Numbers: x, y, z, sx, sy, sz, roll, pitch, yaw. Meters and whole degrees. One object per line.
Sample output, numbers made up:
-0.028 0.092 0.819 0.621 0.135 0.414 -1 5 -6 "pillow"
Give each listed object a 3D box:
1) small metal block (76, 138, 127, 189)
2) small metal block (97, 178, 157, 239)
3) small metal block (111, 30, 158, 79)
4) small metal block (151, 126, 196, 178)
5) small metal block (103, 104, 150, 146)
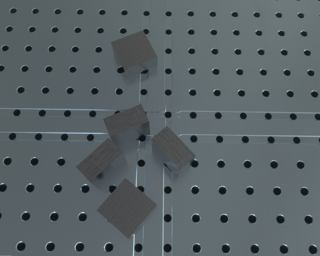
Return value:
-0.070 0.045 0.381 0.050 0.050 0.025 -43 76 -14 "small metal block"
-0.039 0.098 0.376 0.050 0.025 0.050 38 74 12 "small metal block"
-0.037 -0.107 0.451 0.050 0.025 0.050 -23 72 -9 "small metal block"
0.016 0.031 0.387 0.025 0.050 0.050 -40 75 -13 "small metal block"
-0.041 -0.001 0.398 0.050 0.050 0.025 -22 72 -8 "small metal block"
